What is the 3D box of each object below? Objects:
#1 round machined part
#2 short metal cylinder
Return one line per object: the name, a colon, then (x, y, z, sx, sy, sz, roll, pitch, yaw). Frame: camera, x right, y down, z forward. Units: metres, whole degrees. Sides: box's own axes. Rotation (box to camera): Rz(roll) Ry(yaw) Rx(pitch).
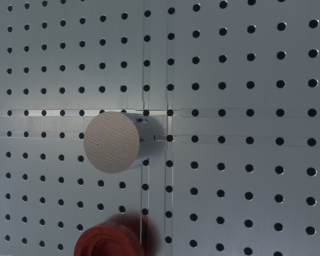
round machined part: (-0.065, 0.177, 0.427, 0.098, 0.042, 0.097, 0, 90, 20)
short metal cylinder: (-0.054, 0.018, 0.418, 0.080, 0.050, 0.079, 0, 90, 20)
